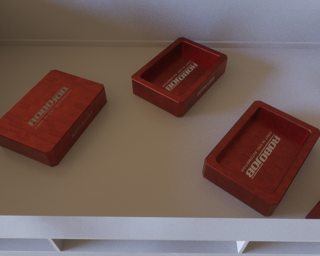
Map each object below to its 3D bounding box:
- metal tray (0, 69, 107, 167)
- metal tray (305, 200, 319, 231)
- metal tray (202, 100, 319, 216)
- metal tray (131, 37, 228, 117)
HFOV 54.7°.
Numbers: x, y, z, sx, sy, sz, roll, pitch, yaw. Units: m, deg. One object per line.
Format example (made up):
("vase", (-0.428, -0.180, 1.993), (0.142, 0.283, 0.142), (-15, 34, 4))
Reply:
("metal tray", (-0.143, -0.019, 0.417), (0.090, 0.030, 0.130), (19, 52, 15))
("metal tray", (0.216, 0.049, 0.322), (0.131, 0.090, 0.030), (-32, 57, -24))
("metal tray", (0.124, 0.030, 0.377), (0.090, 0.030, 0.131), (32, 57, 24))
("metal tray", (0.031, -0.082, 0.470), (0.090, 0.030, 0.131), (30, 56, 22))
